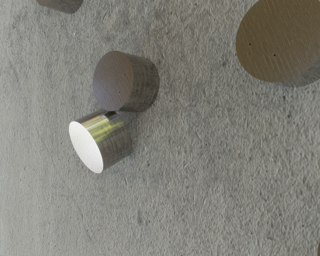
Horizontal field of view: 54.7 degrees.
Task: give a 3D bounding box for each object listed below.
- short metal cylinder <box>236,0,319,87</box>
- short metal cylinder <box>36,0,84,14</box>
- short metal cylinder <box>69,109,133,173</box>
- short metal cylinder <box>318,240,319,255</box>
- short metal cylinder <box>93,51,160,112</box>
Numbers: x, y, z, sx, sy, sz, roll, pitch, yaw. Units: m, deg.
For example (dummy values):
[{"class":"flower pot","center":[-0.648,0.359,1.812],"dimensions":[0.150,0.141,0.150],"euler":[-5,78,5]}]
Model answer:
[{"class":"short metal cylinder","center":[0.119,-0.080,0.290],"dimensions":[0.080,0.050,0.080],"euler":[0,90,40]},{"class":"short metal cylinder","center":[-0.172,-0.243,0.531],"dimensions":[0.080,0.050,0.080],"euler":[0,90,40]},{"class":"short metal cylinder","center":[-0.084,0.017,0.438],"dimensions":[0.080,0.050,0.079],"euler":[31,136,35]},{"class":"short metal cylinder","center":[0.175,0.102,0.244],"dimensions":[0.080,0.050,0.080],"euler":[0,90,40]},{"class":"short metal cylinder","center":[-0.047,-0.062,0.428],"dimensions":[0.080,0.050,0.080],"euler":[0,90,40]}]
